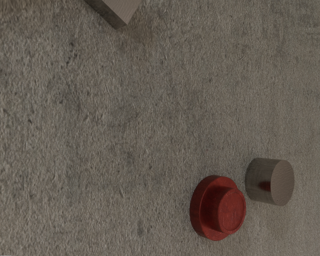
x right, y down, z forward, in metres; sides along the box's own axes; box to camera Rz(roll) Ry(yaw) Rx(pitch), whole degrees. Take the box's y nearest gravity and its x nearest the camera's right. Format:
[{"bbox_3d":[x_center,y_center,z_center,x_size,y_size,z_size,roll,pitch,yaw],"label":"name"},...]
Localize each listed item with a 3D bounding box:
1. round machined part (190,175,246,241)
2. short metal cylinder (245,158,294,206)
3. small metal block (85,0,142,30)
[{"bbox_3d":[0.095,0.123,0.473,0.099,0.042,0.097,0,90,-40],"label":"round machined part"},{"bbox_3d":[0.196,0.095,0.554,0.081,0.050,0.079,0,90,-40],"label":"short metal cylinder"},{"bbox_3d":[-0.052,-0.153,0.361,0.050,0.025,0.050,38,67,-33],"label":"small metal block"}]
